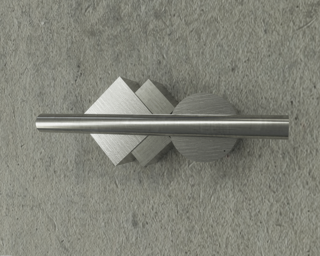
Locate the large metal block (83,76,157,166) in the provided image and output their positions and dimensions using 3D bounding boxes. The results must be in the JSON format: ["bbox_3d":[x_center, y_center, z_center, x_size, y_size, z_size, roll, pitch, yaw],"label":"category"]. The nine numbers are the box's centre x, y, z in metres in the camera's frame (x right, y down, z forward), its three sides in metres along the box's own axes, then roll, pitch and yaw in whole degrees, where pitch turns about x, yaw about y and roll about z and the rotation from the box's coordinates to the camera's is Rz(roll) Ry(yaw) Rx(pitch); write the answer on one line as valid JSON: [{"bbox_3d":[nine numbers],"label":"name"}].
[{"bbox_3d":[-0.045,-0.009,0.411,0.080,0.050,0.080,-44,77,14],"label":"large metal block"}]

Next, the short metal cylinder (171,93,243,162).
[{"bbox_3d":[0.057,-0.001,0.376,0.080,0.050,0.080,0,90,20],"label":"short metal cylinder"}]

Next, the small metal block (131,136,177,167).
[{"bbox_3d":[-0.002,0.022,0.399,0.050,0.050,0.025,-44,77,15],"label":"small metal block"}]

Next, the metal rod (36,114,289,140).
[{"bbox_3d":[-0.014,-0.004,0.360,0.301,0.025,0.025,1,91,19],"label":"metal rod"}]

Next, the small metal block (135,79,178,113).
[{"bbox_3d":[0.002,-0.033,0.397,0.025,0.050,0.050,-44,77,15],"label":"small metal block"}]
